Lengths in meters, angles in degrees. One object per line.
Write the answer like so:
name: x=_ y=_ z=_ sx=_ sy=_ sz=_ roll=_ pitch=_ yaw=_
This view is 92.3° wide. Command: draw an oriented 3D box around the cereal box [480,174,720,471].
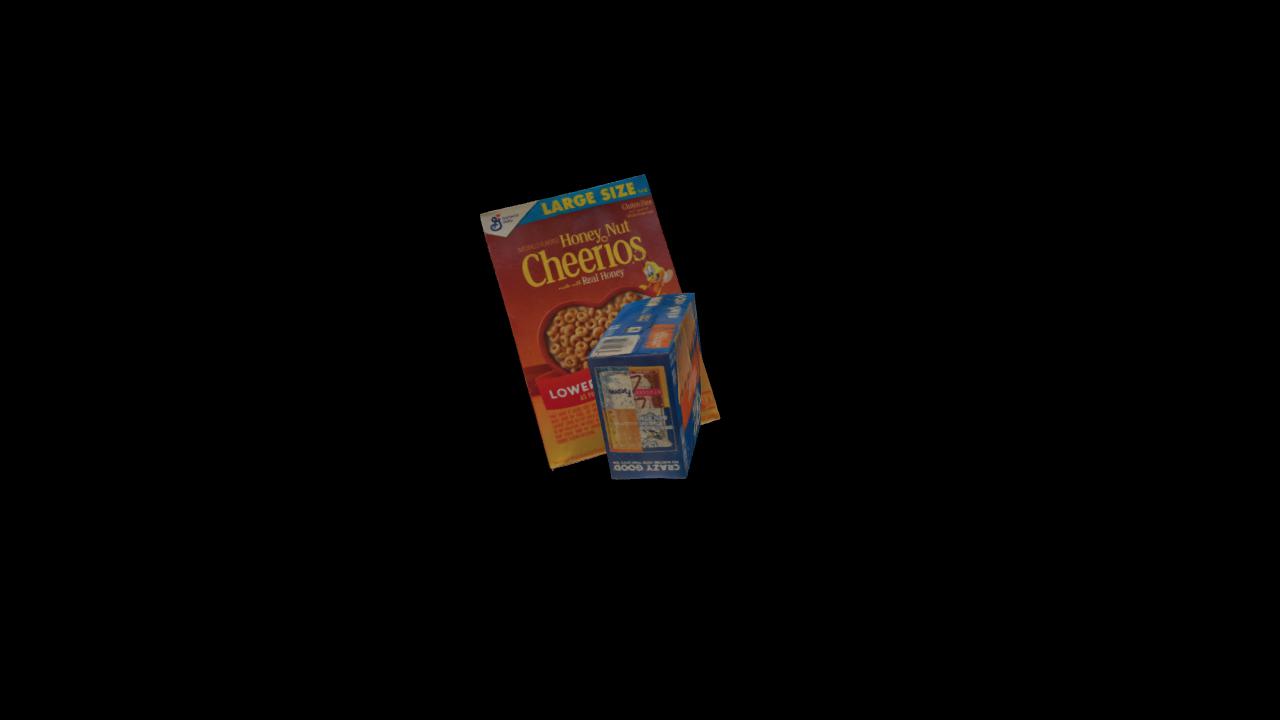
cereal box: x=-0.049 y=-0.046 z=0.724 sx=0.203 sy=0.306 sz=0.081 roll=-15 pitch=-6 yaw=-9

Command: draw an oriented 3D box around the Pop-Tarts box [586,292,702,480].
Pop-Tarts box: x=0.017 y=0.023 z=0.659 sx=0.083 sy=0.141 sz=0.167 roll=-2 pitch=24 yaw=16
